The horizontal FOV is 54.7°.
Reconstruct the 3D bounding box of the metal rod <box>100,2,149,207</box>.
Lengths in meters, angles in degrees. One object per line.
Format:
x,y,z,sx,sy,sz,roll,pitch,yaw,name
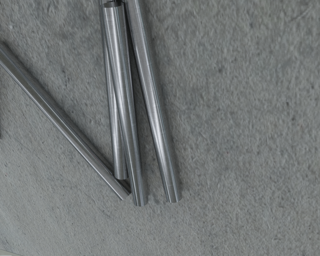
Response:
-0.040,-0.007,0.407,0.025,0.025,0.298,11,128,22,metal rod

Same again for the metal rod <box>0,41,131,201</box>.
-0.148,-0.006,0.478,0.025,0.025,0.300,-33,101,38,metal rod

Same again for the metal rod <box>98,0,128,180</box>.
-0.057,-0.055,0.401,0.025,0.025,0.298,14,124,20,metal rod

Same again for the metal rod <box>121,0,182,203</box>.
-0.006,-0.028,0.391,0.025,0.025,0.298,2,120,26,metal rod
